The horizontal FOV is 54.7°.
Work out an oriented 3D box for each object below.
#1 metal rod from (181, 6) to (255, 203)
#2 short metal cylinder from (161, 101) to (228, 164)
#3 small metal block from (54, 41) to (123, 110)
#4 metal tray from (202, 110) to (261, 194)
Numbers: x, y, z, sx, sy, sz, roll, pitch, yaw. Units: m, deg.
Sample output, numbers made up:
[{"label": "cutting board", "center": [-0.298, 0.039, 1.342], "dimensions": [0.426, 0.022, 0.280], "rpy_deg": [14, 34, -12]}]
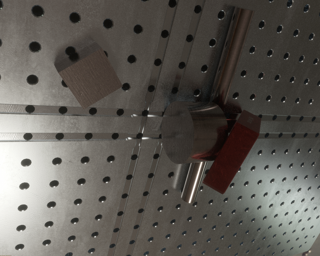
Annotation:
[{"label": "metal rod", "center": [0.076, -0.015, 0.444], "dimensions": [0.025, 0.025, 0.298], "rpy_deg": [-3, 120, -28]}, {"label": "short metal cylinder", "center": [0.043, 0.005, 0.404], "dimensions": [0.050, 0.080, 0.079], "rpy_deg": [-2, 119, -28]}, {"label": "small metal block", "center": [-0.076, -0.057, 0.335], "dimensions": [0.050, 0.025, 0.050], "rpy_deg": [-32, 129, -8]}, {"label": "metal tray", "center": [0.104, 0.027, 0.433], "dimensions": [0.089, 0.030, 0.131], "rpy_deg": [-64, 168, 18]}]
